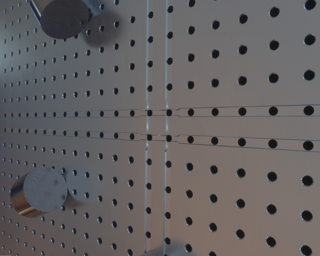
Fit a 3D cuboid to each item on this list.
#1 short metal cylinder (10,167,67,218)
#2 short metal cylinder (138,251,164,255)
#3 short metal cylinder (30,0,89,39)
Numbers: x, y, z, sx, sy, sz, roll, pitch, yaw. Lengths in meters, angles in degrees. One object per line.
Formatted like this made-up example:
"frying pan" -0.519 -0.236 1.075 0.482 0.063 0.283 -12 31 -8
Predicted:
"short metal cylinder" -0.214 0.114 0.551 0.050 0.081 0.080 -28 73 37
"short metal cylinder" -0.020 0.211 0.409 0.080 0.050 0.079 0 90 40
"short metal cylinder" -0.165 -0.195 0.510 0.080 0.081 0.050 -47 62 30
